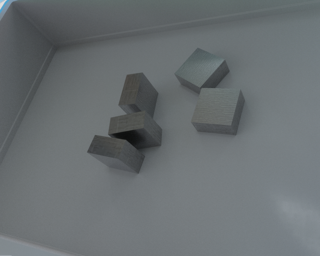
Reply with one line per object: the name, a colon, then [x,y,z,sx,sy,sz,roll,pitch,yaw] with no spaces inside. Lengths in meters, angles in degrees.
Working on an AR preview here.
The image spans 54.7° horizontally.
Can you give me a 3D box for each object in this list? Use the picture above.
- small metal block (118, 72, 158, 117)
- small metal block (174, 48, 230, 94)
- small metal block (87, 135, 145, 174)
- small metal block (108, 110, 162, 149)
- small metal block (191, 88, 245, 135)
small metal block: [-0.028,-0.040,0.430,0.025,0.050,0.050,-3,60,27]
small metal block: [0.057,-0.076,0.422,0.050,0.025,0.050,-49,51,-6]
small metal block: [-0.055,0.034,0.398,0.050,0.050,0.025,7,66,31]
small metal block: [-0.031,0.005,0.403,0.050,0.050,0.025,-10,58,23]
small metal block: [0.072,-0.021,0.381,0.050,0.025,0.050,6,65,31]
